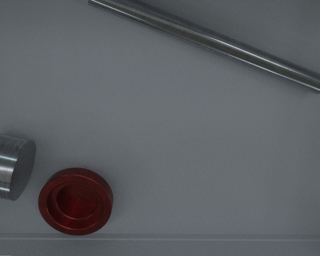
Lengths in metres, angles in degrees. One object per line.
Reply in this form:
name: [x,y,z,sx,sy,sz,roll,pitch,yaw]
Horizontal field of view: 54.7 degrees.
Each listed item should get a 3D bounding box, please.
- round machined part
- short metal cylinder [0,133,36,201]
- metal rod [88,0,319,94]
round machined part: [-0.115,0.099,0.437,0.099,0.042,0.097,0,110,-1]
short metal cylinder: [-0.200,0.048,0.397,0.050,0.080,0.079,14,110,-5]
metal rod: [0.064,-0.104,0.373,0.302,0.025,0.025,19,109,-8]
